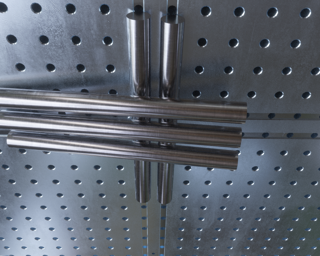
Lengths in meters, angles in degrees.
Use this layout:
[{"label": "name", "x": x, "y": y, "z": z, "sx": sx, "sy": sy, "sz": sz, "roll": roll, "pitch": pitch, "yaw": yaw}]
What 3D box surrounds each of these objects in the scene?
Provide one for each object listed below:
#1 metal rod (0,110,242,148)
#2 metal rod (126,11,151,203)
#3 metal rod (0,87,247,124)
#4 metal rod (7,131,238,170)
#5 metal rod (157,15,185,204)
[{"label": "metal rod", "x": -0.054, "y": 0.000, "z": 0.384, "sx": 0.302, "sy": 0.025, "sz": 0.025, "roll": 4, "pitch": 131, "yaw": 6}, {"label": "metal rod", "x": -0.025, "y": -0.001, "z": 0.411, "sx": 0.025, "sy": 0.025, "sz": 0.298, "roll": 1, "pitch": 130, "yaw": -1}, {"label": "metal rod", "x": -0.055, "y": -0.027, "z": 0.361, "sx": 0.302, "sy": 0.025, "sz": 0.025, "roll": 4, "pitch": 131, "yaw": 6}, {"label": "metal rod", "x": -0.052, "y": 0.028, "z": 0.407, "sx": 0.302, "sy": 0.025, "sz": 0.025, "roll": 5, "pitch": 131, "yaw": 6}, {"label": "metal rod", "x": 0.010, "y": 0.002, "z": 0.414, "sx": 0.025, "sy": 0.025, "sz": 0.298, "roll": 1, "pitch": 130, "yaw": -1}]
